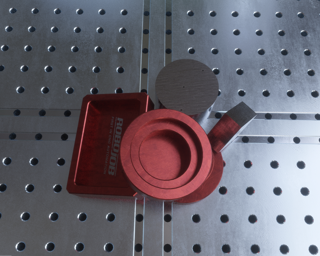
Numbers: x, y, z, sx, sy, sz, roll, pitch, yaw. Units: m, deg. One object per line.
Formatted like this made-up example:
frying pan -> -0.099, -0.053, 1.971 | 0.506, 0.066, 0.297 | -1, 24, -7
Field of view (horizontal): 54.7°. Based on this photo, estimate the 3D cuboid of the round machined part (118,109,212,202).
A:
round machined part -> 0.003, 0.031, 0.341 | 0.099, 0.042, 0.098 | 3, 71, -10

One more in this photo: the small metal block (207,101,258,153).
small metal block -> 0.089, -0.001, 0.390 | 0.025, 0.050, 0.050 | 45, 41, 14

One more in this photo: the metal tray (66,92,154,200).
metal tray -> -0.059, 0.021, 0.389 | 0.090, 0.030, 0.130 | -1, 69, 15

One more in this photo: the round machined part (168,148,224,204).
round machined part -> 0.030, 0.044, 0.386 | 0.099, 0.042, 0.098 | 0, 70, -1

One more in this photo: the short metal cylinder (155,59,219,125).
short metal cylinder -> 0.034, -0.045, 0.415 | 0.081, 0.050, 0.080 | 0, 70, 0
